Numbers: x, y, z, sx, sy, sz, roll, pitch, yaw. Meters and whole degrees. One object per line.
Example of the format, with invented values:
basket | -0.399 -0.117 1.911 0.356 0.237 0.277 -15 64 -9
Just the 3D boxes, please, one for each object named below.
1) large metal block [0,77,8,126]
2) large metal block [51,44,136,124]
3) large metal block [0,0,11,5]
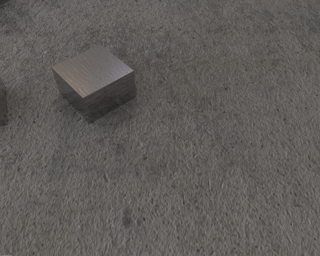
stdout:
large metal block | -0.258 -0.039 0.418 0.081 0.050 0.080 -16 52 -13
large metal block | -0.092 -0.065 0.440 0.080 0.050 0.080 -34 58 -25
large metal block | -0.365 -0.272 0.613 0.080 0.050 0.080 28 55 21
